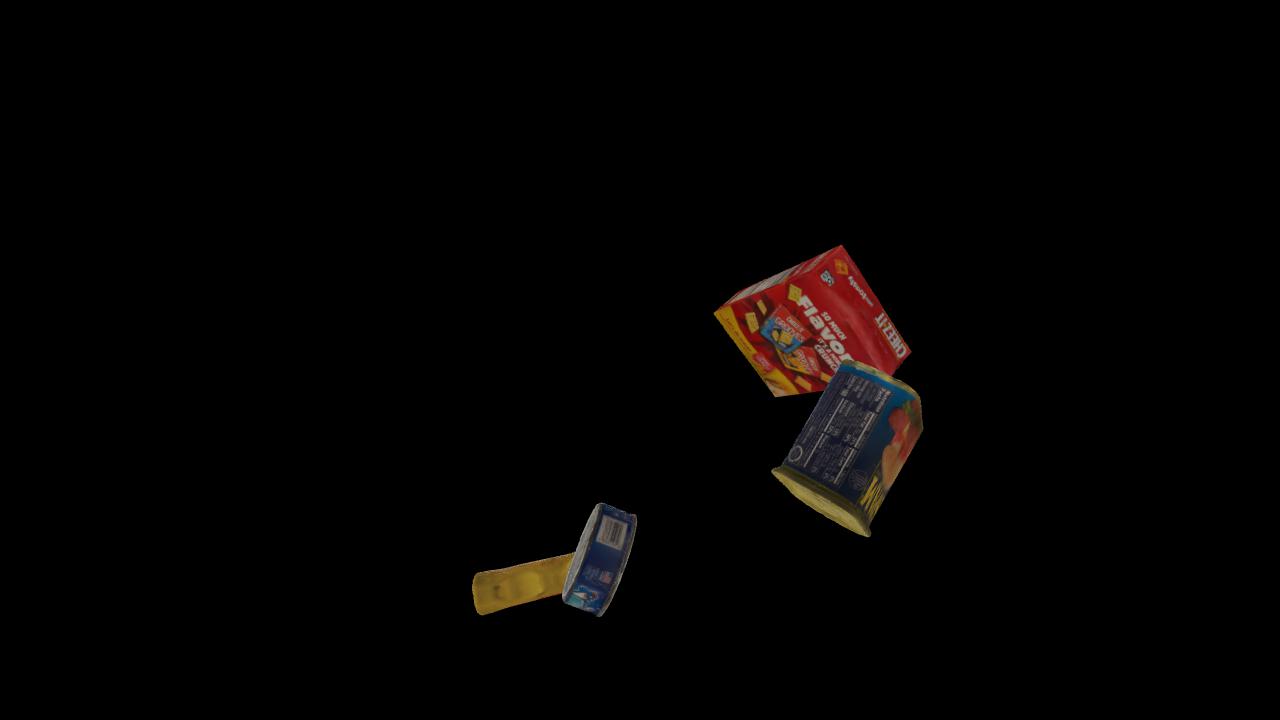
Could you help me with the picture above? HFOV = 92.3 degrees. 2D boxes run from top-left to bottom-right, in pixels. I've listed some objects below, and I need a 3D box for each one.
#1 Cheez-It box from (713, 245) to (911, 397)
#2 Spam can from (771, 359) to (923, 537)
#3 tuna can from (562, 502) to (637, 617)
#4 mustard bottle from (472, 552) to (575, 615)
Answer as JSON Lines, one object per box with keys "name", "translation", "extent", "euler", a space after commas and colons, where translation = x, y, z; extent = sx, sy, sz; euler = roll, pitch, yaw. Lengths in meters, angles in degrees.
{"name": "Cheez-It box", "translation": [0.222, -0.040, 0.828], "extent": [0.071, 0.166, 0.223], "euler": [-41, 9, -25]}
{"name": "Spam can", "translation": [0.138, 0.058, 0.398], "extent": [0.058, 0.085, 0.101], "euler": [27, -9, 32]}
{"name": "tuna can", "translation": [-0.033, 0.159, 0.497], "extent": [0.034, 0.084, 0.084], "euler": [22, -2, -4]}
{"name": "mustard bottle", "translation": [-0.127, 0.293, 0.828], "extent": [0.184, 0.054, 0.092], "euler": [-11, -19, -10]}
